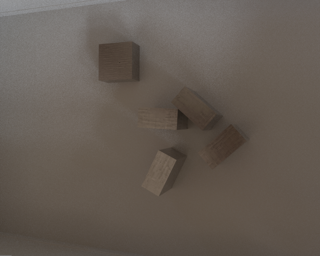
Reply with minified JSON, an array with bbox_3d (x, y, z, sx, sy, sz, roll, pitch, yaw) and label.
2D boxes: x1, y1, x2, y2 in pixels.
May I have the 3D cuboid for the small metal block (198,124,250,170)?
[{"bbox_3d":[0.077,0.021,0.370,0.050,0.050,0.025,-43,77,15],"label":"small metal block"}]

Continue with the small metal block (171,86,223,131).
[{"bbox_3d":[0.047,-0.023,0.380,0.050,0.050,0.025,43,103,14],"label":"small metal block"}]

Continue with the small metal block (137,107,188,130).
[{"bbox_3d":[0.005,-0.012,0.395,0.050,0.050,0.025,4,92,20],"label":"small metal block"}]

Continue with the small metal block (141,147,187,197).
[{"bbox_3d":[0.007,0.054,0.394,0.025,0.050,0.050,28,99,17],"label":"small metal block"}]

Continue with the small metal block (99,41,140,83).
[{"bbox_3d":[-0.056,-0.090,0.429,0.050,0.025,0.050,0,90,19],"label":"small metal block"}]
